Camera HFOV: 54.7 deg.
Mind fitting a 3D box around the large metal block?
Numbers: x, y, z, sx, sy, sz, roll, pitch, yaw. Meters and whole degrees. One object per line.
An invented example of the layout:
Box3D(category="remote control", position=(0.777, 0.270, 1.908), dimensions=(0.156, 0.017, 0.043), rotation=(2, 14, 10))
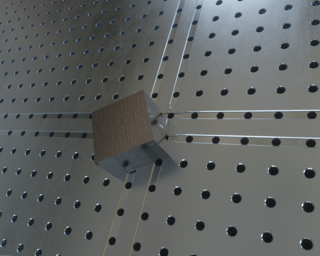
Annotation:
Box3D(category="large metal block", position=(-0.040, 0.008, 0.407), dimensions=(0.080, 0.050, 0.080), rotation=(-23, 54, 14))
